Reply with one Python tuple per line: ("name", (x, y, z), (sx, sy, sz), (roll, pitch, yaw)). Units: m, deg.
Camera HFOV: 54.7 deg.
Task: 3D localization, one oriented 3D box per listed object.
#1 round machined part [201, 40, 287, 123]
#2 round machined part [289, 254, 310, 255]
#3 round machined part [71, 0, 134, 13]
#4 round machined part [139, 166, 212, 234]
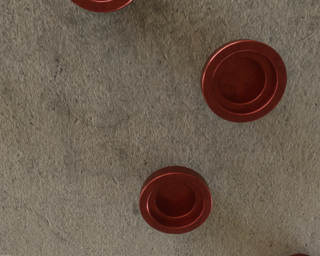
("round machined part", (0.098, -0.059, 0.380), (0.099, 0.042, 0.097), (0, 110, 0))
("round machined part", (0.225, 0.241, 0.491), (0.099, 0.042, 0.097), (0, 110, 0))
("round machined part", (-0.063, -0.177, 0.335), (0.099, 0.042, 0.097), (0, 110, 0))
("round machined part", (0.021, 0.096, 0.436), (0.099, 0.042, 0.097), (0, 110, 0))
